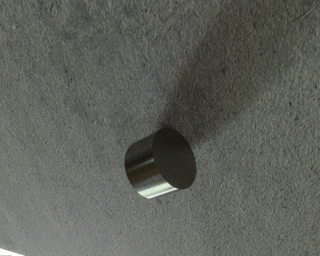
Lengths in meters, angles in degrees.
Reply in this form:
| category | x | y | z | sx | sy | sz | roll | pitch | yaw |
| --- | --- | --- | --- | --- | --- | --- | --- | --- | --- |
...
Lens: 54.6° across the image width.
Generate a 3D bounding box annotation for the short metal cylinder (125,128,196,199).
| category | x | y | z | sx | sy | sz | roll | pitch | yaw |
| --- | --- | --- | --- | --- | --- | --- | --- | --- | --- |
| short metal cylinder | 0.002 | 0.046 | 0.399 | 0.050 | 0.080 | 0.080 | -28 | 103 | 37 |
